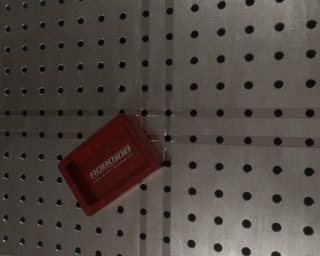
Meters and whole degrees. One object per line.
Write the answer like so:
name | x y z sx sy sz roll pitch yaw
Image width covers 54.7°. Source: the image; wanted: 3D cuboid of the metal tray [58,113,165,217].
metal tray | -0.070 0.051 0.433 0.130 0.030 0.090 -37 79 15
